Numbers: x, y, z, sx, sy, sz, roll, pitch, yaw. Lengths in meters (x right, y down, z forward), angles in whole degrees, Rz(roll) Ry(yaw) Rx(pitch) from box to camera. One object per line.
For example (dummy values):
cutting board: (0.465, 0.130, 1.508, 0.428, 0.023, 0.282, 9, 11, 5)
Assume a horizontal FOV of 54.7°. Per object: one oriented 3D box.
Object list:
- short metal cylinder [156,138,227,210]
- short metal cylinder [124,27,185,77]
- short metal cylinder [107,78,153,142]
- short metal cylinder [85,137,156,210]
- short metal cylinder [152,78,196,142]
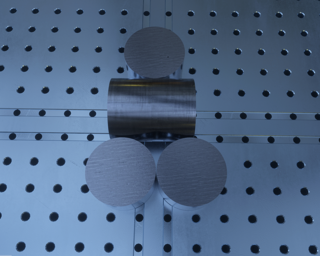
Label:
short metal cylinder: (0.036, 0.057, 0.376, 0.081, 0.050, 0.080, 0, 70, 0)
short metal cylinder: (-0.007, -0.093, 0.432, 0.081, 0.050, 0.080, 0, 70, 0)
short metal cylinder: (-0.035, -0.023, 0.391, 0.050, 0.080, 0.080, 0, 70, 0)
short metal cylinder: (-0.045, 0.057, 0.376, 0.081, 0.050, 0.080, 0, 70, 0)
short metal cylinder: (0.016, -0.022, 0.392, 0.050, 0.080, 0.080, 0, 70, 0)
